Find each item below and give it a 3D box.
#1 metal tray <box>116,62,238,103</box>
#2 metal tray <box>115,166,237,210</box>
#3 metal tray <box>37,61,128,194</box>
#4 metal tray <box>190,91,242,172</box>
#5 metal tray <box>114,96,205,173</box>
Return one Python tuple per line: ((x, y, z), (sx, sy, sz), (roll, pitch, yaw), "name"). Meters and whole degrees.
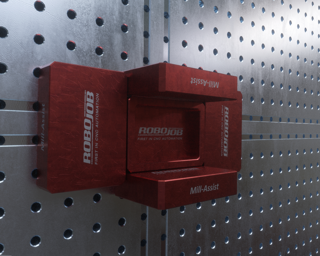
((0.023, -0.052, 0.388), (0.131, 0.090, 0.030), (1, 90, -40), "metal tray")
((0.022, 0.068, 0.386), (0.131, 0.090, 0.030), (1, 90, -40), "metal tray")
((-0.082, 0.000, 0.338), (0.091, 0.030, 0.129), (1, 89, -40), "metal tray")
((0.088, 0.005, 0.480), (0.091, 0.030, 0.129), (1, 89, -41), "metal tray")
((0.004, 0.008, 0.408), (0.131, 0.030, 0.089), (1, 90, -40), "metal tray")
